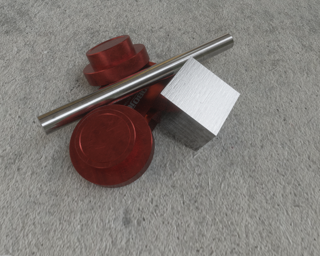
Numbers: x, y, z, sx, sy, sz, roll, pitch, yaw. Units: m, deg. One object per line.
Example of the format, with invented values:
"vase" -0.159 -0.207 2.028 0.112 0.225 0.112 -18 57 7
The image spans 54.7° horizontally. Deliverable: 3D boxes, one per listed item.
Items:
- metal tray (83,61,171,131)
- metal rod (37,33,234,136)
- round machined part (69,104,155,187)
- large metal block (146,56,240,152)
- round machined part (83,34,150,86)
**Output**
"metal tray" -0.036 -0.044 0.438 0.090 0.030 0.130 19 53 15
"metal rod" -0.017 -0.069 0.424 0.302 0.025 0.025 -28 56 -22
"round machined part" -0.057 0.017 0.356 0.099 0.042 0.098 -2 70 6
"large metal block" 0.043 -0.031 0.396 0.080 0.050 0.080 37 55 -2
"round machined part" -0.068 -0.103 0.454 0.098 0.042 0.098 -18 28 10
